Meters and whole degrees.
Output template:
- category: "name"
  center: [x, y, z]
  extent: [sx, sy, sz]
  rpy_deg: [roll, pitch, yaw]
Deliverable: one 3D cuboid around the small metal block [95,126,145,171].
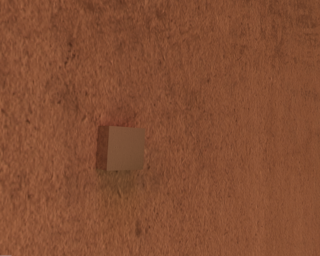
- category: "small metal block"
  center: [-0.046, 0.024, 0.368]
  extent: [0.050, 0.025, 0.050]
  rpy_deg: [5, 87, -40]
